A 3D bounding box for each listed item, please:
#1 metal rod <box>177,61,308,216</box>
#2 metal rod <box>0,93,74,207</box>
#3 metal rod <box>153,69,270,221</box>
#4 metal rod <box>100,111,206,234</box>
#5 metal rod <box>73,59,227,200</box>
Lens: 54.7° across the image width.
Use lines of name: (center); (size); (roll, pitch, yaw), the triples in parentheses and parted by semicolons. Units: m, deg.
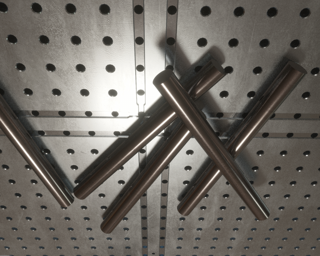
metal rod: (0.099, 0.035, 0.443); (0.025, 0.025, 0.298); (18, 128, -15)
metal rod: (-0.190, 0.011, 0.417); (0.025, 0.025, 0.299); (-11, 130, 9)
metal rod: (0.083, 0.041, 0.413); (0.025, 0.025, 0.300); (-26, 126, 20)
metal rod: (-0.024, 0.082, 0.480); (0.025, 0.025, 0.298); (23, 126, -19)
metal rod: (-0.031, 0.017, 0.425); (0.025, 0.025, 0.299); (33, 122, -25)
